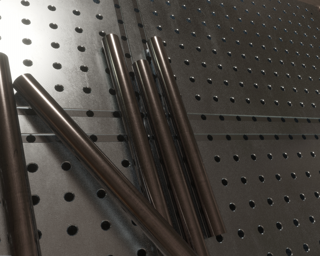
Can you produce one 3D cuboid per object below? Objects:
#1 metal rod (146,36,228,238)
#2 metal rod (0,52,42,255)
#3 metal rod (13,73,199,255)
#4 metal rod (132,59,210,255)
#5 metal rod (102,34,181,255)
[{"bbox_3d":[0.030,-0.004,0.427,0.025,0.025,0.299,-2,63,-30],"label":"metal rod"},{"bbox_3d":[-0.141,0.051,0.301,0.025,0.025,0.299,-6,65,-31],"label":"metal rod"},{"bbox_3d":[-0.054,0.051,0.329,0.300,0.025,0.025,45,51,11],"label":"metal rod"},{"bbox_3d":[0.012,0.040,0.391,0.025,0.025,0.299,-3,63,-30],"label":"metal rod"},{"bbox_3d":[-0.031,0.004,0.390,0.025,0.025,0.299,-3,63,-30],"label":"metal rod"}]
